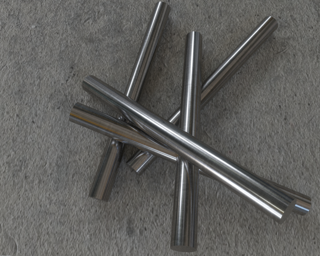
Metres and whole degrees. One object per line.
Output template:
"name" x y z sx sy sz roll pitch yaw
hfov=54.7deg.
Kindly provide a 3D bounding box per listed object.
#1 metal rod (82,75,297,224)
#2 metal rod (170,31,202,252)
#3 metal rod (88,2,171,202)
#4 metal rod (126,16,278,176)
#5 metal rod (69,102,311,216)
"metal rod" 0.004 0.003 0.342 0.300 0.025 0.025 33 72 37
"metal rod" 0.036 -0.010 0.373 0.025 0.025 0.300 5 55 2
"metal rod" -0.035 -0.049 0.425 0.025 0.025 0.299 15 71 5
"metal rod" 0.066 -0.053 0.427 0.025 0.025 0.301 40 75 13
"metal rod" 0.036 0.037 0.374 0.301 0.025 0.025 22 72 -1
